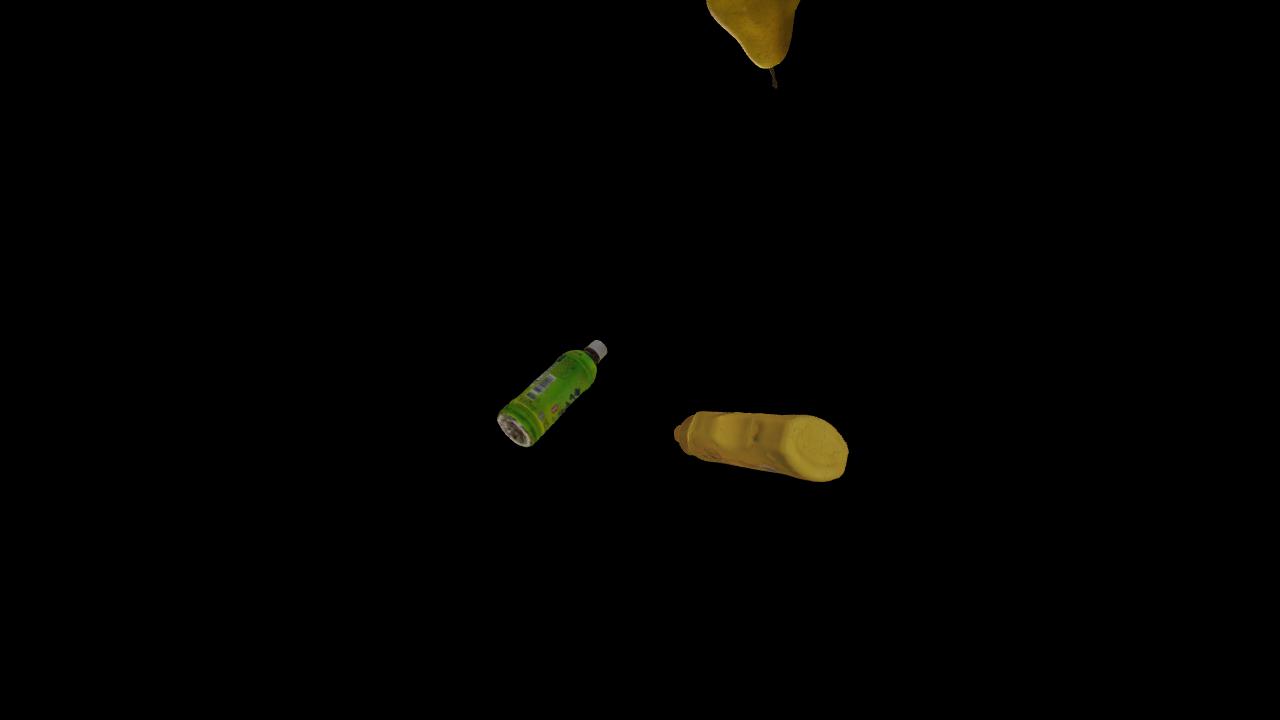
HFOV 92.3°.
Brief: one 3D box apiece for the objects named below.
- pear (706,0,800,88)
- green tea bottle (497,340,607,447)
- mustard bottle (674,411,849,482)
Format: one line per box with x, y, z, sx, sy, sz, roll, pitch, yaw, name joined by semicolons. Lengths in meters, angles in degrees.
0.099;-0.279;0.501;0.080;0.111;0.080;-22;18;8;pear
-0.125;0.041;0.951;0.073;0.073;0.212;0;38;47;green tea bottle
0.096;0.078;0.591;0.092;0.054;0.184;17;-12;-35;mustard bottle
